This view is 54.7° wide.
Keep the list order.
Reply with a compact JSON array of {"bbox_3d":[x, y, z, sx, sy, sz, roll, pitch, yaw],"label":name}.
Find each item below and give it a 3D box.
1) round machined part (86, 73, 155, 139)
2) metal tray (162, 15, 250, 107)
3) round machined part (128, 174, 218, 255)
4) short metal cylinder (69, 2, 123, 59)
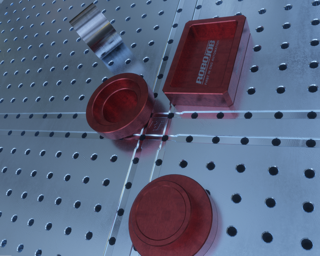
[{"bbox_3d":[-0.052,-0.027,0.439,0.098,0.042,0.098,-13,56,20],"label":"round machined part"},{"bbox_3d":[0.065,-0.093,0.426,0.090,0.030,0.130,5,64,30],"label":"metal tray"},{"bbox_3d":[0.008,0.096,0.333,0.098,0.042,0.098,-13,56,20],"label":"round machined part"},{"bbox_3d":[-0.108,-0.164,0.528,0.050,0.080,0.080,-39,51,2],"label":"short metal cylinder"}]
